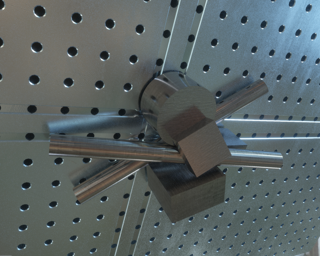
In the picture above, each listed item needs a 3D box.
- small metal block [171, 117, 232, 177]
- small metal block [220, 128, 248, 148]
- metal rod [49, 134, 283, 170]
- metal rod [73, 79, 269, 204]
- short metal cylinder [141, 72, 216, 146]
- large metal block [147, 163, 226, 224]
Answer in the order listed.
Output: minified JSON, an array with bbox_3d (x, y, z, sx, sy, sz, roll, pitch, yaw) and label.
[{"bbox_3d":[0.050,0.022,0.372,0.050,0.025,0.050,-31,106,-8],"label":"small metal block"},{"bbox_3d":[0.089,0.023,0.454,0.050,0.050,0.025,0,118,-28],"label":"small metal block"},{"bbox_3d":[0.020,0.032,0.392,0.302,0.025,0.025,5,117,-16],"label":"metal rod"},{"bbox_3d":[0.021,0.014,0.428,0.301,0.025,0.025,-30,129,-9],"label":"metal rod"},{"bbox_3d":[0.022,-0.024,0.388,0.081,0.050,0.079,-14,123,-21],"label":"short metal cylinder"},{"bbox_3d":[0.034,0.074,0.435,0.081,0.080,0.050,-17,125,-19],"label":"large metal block"}]
